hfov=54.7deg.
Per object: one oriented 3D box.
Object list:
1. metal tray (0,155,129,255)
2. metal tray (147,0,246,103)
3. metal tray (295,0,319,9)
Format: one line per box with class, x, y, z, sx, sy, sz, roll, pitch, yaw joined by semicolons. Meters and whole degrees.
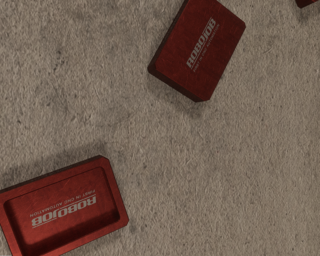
metal tray;-0.112;0.095;0.365;0.131;0.030;0.089;-19;97;-19
metal tray;0.052;-0.112;0.427;0.090;0.030;0.130;31;80;-18
metal tray;0.241;-0.272;0.497;0.091;0.030;0.129;-30;100;-18
